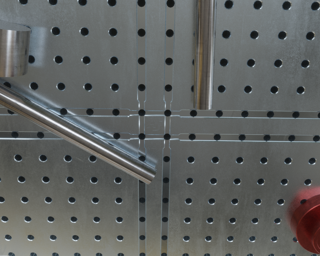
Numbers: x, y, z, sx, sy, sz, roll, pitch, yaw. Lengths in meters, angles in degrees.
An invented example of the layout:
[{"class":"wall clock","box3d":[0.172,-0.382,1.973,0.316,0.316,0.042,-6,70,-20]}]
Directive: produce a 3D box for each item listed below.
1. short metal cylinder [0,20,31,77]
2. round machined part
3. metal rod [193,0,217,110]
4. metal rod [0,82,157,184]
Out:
[{"class":"short metal cylinder","box3d":[-0.190,-0.093,0.347,0.081,0.080,0.050,12,110,-5]},{"class":"round machined part","box3d":[0.254,0.152,0.464,0.099,0.042,0.097,0,110,-1]},{"class":"metal rod","box3d":[0.053,-0.167,0.352,0.025,0.025,0.298,-1,110,0]},{"class":"metal rod","box3d":[-0.139,-0.006,0.409,0.301,0.025,0.025,30,107,-11]}]
